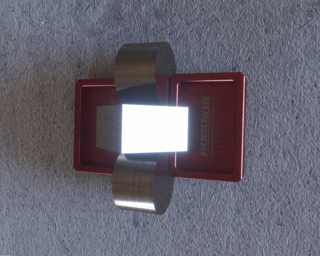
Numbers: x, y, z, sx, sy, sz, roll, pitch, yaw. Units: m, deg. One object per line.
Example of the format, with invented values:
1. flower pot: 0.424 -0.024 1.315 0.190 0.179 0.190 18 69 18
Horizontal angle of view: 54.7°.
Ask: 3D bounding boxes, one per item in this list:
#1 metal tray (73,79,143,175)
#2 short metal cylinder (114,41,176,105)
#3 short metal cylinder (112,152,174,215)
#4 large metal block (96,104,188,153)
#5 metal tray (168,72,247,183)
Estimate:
1. metal tray: -0.073 -0.002 0.434 0.090 0.030 0.129 2 91 19
2. short metal cylinder: -0.015 -0.065 0.386 0.050 0.080 0.079 2 91 20
3. short metal cylinder: -0.018 0.065 0.387 0.050 0.080 0.079 2 91 20
4. large metal block: -0.023 0.000 0.367 0.080 0.081 0.050 3 93 60
5. metal tray: 0.059 -0.002 0.387 0.090 0.030 0.129 2 91 19
